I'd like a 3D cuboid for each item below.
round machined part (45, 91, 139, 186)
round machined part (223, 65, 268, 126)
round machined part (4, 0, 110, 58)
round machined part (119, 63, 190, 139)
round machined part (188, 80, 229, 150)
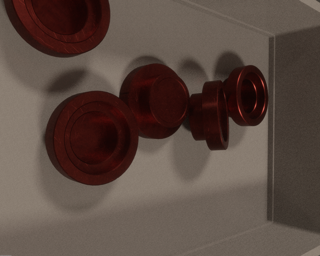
[{"bbox_3d":[-0.075,0.010,0.334,0.099,0.042,0.097,0,90,-40],"label":"round machined part"},{"bbox_3d":[0.135,-0.052,0.509,0.099,0.042,0.097,1,89,-44],"label":"round machined part"},{"bbox_3d":[-0.103,-0.119,0.310,0.099,0.042,0.097,0,90,-40],"label":"round machined part"},{"bbox_3d":[0.000,-0.034,0.398,0.099,0.042,0.097,0,90,-40],"label":"round machined part"},{"bbox_3d":[0.069,-0.017,0.438,0.098,0.042,0.097,-5,90,-70],"label":"round machined part"}]
